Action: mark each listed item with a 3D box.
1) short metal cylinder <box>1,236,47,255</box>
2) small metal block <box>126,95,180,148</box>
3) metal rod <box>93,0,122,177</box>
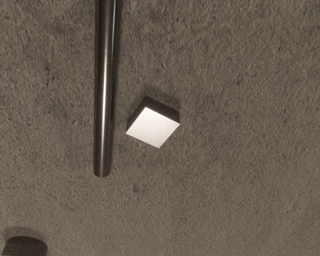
[{"bbox_3d":[-0.268,0.255,0.604,0.081,0.050,0.079,0,130,0],"label":"short metal cylinder"},{"bbox_3d":[-0.009,-0.007,0.401,0.050,0.025,0.050,26,125,-21],"label":"small metal block"},{"bbox_3d":[-0.065,-0.048,0.364,0.025,0.025,0.298,6,130,-6],"label":"metal rod"}]
